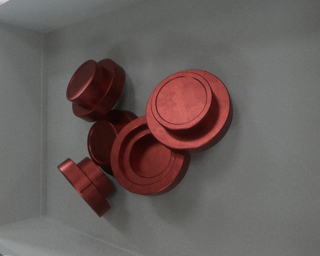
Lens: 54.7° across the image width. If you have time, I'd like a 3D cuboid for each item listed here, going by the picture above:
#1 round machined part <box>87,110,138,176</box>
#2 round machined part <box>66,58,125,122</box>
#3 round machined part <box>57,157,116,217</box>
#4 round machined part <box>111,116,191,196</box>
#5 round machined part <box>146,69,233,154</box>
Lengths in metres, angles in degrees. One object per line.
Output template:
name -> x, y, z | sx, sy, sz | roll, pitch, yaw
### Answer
round machined part -> -0.069, 0.022, 0.453 | 0.098, 0.042, 0.097 | 0, 90, 40
round machined part -> -0.100, -0.061, 0.454 | 0.098, 0.042, 0.098 | -26, 48, 34
round machined part -> -0.104, 0.081, 0.460 | 0.098, 0.042, 0.098 | 42, 159, 21
round machined part -> -0.008, 0.036, 0.388 | 0.098, 0.042, 0.098 | -7, 70, 20
round machined part -> 0.029, -0.023, 0.346 | 0.098, 0.042, 0.098 | -7, 68, 18
